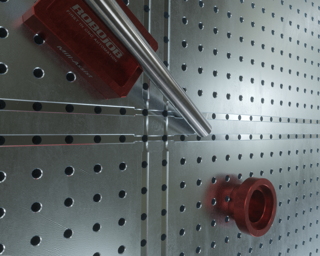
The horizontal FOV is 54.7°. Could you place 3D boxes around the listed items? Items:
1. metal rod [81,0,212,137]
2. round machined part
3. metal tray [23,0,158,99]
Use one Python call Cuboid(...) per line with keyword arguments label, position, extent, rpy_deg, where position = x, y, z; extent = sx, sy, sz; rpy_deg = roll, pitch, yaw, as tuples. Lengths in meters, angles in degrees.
Cuboid(label="metal rod", position=(-0.009, -0.072, 0.363), extent=(0.300, 0.025, 0.025), rpy_deg=(45, 62, -45))
Cuboid(label="round machined part", position=(0.156, 0.133, 0.533), extent=(0.099, 0.042, 0.097), rpy_deg=(0, 90, -40))
Cuboid(label="metal tray", position=(-0.069, -0.106, 0.348), extent=(0.130, 0.030, 0.090), rpy_deg=(44, 63, -31))
